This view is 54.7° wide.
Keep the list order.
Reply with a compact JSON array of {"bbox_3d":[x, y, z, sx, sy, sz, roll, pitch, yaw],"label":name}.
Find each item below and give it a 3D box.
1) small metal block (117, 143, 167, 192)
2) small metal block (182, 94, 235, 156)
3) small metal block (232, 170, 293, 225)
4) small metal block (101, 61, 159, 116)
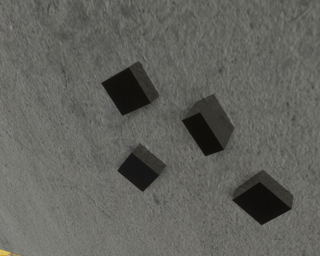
[{"bbox_3d":[-0.027,0.059,0.456,0.050,0.025,0.050,40,129,0],"label":"small metal block"},{"bbox_3d":[0.057,-0.004,0.357,0.025,0.050,0.050,-25,105,36],"label":"small metal block"},{"bbox_3d":[0.130,0.089,0.393,0.050,0.025,0.050,41,129,0],"label":"small metal block"},{"bbox_3d":[-0.038,-0.050,0.395,0.050,0.025,0.050,-21,108,35],"label":"small metal block"}]
